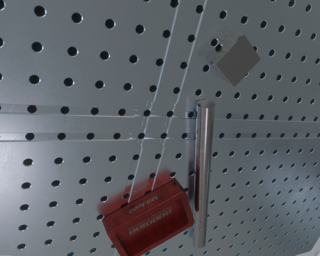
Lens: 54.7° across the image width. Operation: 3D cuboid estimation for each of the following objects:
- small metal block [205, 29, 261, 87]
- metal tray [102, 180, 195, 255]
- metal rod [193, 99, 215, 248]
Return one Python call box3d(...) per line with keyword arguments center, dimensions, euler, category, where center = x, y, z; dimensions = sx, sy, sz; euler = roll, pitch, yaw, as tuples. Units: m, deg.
box3d(center=(0.097, -0.091, 0.408), dimensions=(0.050, 0.025, 0.050), euler=(-48, 129, 5), category="small metal block")
box3d(center=(-0.014, 0.149, 0.492), dimensions=(0.131, 0.030, 0.090), euler=(-26, 128, -12), category="metal tray")
box3d(center=(0.068, 0.092, 0.505), dimensions=(0.025, 0.025, 0.298), euler=(-16, 125, -20), category="metal rod")
